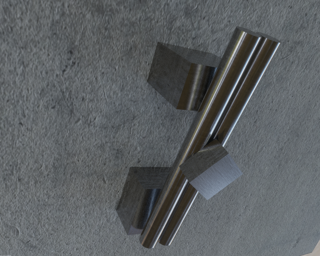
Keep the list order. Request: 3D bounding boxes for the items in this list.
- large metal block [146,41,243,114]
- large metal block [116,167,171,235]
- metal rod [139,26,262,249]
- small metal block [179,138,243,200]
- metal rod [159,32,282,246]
[{"bbox_3d":[0.042,-0.058,0.360,0.081,0.080,0.050,3,117,-30],"label":"large metal block"},{"bbox_3d":[-0.009,0.104,0.451,0.081,0.050,0.079,5,116,-31],"label":"large metal block"},{"bbox_3d":[0.032,0.034,0.352,0.025,0.025,0.298,3,124,-30],"label":"metal rod"},{"bbox_3d":[0.057,0.047,0.342,0.050,0.025,0.050,-38,135,4],"label":"small metal block"},{"bbox_3d":[0.055,0.035,0.365,0.025,0.025,0.298,3,124,-30],"label":"metal rod"}]
